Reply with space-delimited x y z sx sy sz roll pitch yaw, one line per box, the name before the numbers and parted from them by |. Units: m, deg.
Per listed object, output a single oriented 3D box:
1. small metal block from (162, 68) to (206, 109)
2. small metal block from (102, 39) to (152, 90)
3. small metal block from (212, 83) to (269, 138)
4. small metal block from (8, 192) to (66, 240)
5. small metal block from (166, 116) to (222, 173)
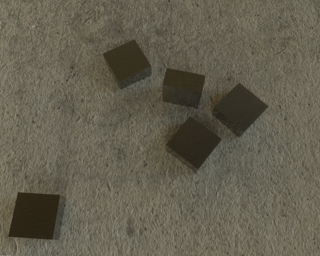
small metal block | 0.031 -0.052 0.414 0.050 0.050 0.025 12 71 4
small metal block | -0.046 -0.090 0.441 0.050 0.025 0.050 -27 72 -10
small metal block | 0.107 -0.024 0.417 0.050 0.025 0.050 43 75 14
small metal block | -0.144 0.105 0.369 0.050 0.025 0.050 4 70 1
small metal block | 0.043 0.022 0.400 0.050 0.025 0.050 37 74 12
